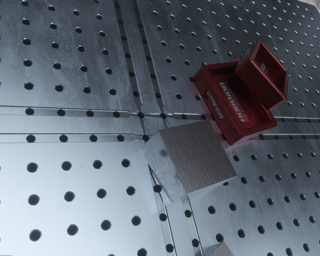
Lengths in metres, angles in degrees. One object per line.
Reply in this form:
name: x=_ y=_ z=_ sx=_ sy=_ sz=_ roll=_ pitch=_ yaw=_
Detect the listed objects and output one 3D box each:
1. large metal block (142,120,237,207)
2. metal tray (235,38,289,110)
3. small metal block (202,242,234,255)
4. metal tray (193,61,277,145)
large metal block: x=0.035 y=0.042 z=0.387 sx=0.081 sy=0.050 sz=0.080 roll=-11 pitch=68 yaw=-33
metal tray: x=0.181 y=-0.098 z=0.537 sx=0.090 sy=0.030 sz=0.131 roll=46 pitch=36 yaw=-7
small metal block: x=0.065 y=0.165 z=0.344 sx=0.050 sy=0.025 sz=0.050 roll=-27 pitch=77 yaw=-37
metal tray: x=0.120 y=-0.044 z=0.498 sx=0.091 sy=0.030 sz=0.130 roll=-14 pitch=69 yaw=-34
